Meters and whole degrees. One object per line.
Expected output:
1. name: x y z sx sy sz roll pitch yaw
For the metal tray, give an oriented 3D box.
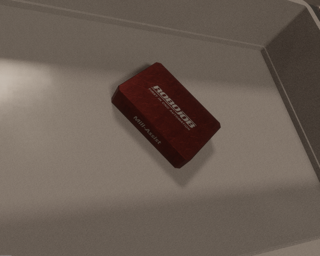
1. metal tray: 0.010 -0.020 0.422 0.130 0.030 0.091 46 51 3
